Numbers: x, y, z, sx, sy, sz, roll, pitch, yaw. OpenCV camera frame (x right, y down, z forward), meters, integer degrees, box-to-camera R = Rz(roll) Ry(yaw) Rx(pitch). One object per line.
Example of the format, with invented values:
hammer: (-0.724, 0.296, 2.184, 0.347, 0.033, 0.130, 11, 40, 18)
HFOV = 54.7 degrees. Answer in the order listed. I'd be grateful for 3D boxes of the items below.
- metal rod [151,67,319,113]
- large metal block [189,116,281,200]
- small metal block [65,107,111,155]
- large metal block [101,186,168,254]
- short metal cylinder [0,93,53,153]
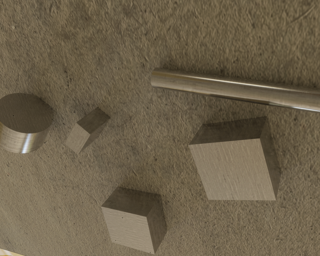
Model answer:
metal rod: (0.132, -0.032, 0.317, 0.301, 0.025, 0.025, 12, 123, 21)
large metal block: (0.091, 0.038, 0.366, 0.080, 0.050, 0.080, -8, 115, 31)
small metal block: (-0.104, 0.004, 0.448, 0.025, 0.050, 0.050, 41, 129, 1)
large metal block: (-0.040, 0.148, 0.503, 0.080, 0.050, 0.079, 5, 121, 25)
short metal cylinder: (-0.212, -0.008, 0.478, 0.080, 0.080, 0.050, 38, 129, 2)
